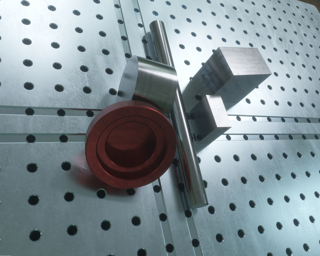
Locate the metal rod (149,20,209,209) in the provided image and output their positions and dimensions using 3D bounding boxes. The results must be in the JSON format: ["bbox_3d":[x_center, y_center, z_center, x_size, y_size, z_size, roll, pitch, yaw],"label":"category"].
[{"bbox_3d":[0.021,-0.037,0.443,0.025,0.025,0.299,3,60,-27],"label":"metal rod"}]

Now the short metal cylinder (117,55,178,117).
[{"bbox_3d":[-0.019,-0.046,0.392,0.050,0.080,0.080,13,57,-22],"label":"short metal cylinder"}]

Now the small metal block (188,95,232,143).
[{"bbox_3d":[0.069,-0.012,0.439,0.025,0.050,0.050,-1,62,-29],"label":"small metal block"}]

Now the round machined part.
[{"bbox_3d":[-0.034,0.015,0.348,0.099,0.097,0.042,15,16,-20],"label":"round machined part"}]

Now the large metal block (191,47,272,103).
[{"bbox_3d":[0.109,-0.080,0.483,0.081,0.080,0.050,-8,66,-32],"label":"large metal block"}]
